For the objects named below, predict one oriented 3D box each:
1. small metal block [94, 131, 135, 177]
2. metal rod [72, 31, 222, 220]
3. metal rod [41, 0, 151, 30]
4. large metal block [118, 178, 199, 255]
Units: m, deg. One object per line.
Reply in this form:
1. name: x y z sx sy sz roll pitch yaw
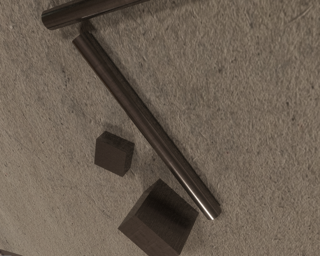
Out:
1. small metal block: -0.069 0.039 0.466 0.050 0.025 0.050 23 127 14
2. metal rod: -0.011 0.004 0.413 0.025 0.025 0.299 -29 103 37
3. metal rod: -0.010 -0.146 0.320 0.300 0.025 0.025 -4 117 29
4. large metal block: 0.000 0.136 0.454 0.080 0.080 0.050 42 129 -1
